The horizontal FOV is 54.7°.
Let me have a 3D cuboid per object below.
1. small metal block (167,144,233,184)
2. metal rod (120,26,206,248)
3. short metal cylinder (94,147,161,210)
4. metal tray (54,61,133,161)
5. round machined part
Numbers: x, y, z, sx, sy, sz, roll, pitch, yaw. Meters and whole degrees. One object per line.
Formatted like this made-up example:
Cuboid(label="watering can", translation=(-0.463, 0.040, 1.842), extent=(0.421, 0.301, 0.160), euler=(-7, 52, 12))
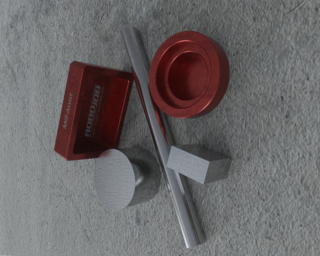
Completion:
Cuboid(label="small metal block", translation=(0.045, 0.038, 0.348), extent=(0.050, 0.050, 0.025), euler=(21, 104, 37))
Cuboid(label="metal rod", translation=(-0.001, 0.001, 0.406), extent=(0.025, 0.025, 0.299), euler=(-28, 73, 36))
Cuboid(label="short metal cylinder", translation=(-0.045, 0.067, 0.425), extent=(0.080, 0.050, 0.079), euler=(0, 90, 39))
Cuboid(label="metal tray", translation=(-0.091, -0.022, 0.437), extent=(0.030, 0.091, 0.129), euler=(23, 105, 37))
Cuboid(label="round machined part", translation=(0.037, -0.060, 0.363), extent=(0.098, 0.042, 0.097), euler=(0, 90, 39))
